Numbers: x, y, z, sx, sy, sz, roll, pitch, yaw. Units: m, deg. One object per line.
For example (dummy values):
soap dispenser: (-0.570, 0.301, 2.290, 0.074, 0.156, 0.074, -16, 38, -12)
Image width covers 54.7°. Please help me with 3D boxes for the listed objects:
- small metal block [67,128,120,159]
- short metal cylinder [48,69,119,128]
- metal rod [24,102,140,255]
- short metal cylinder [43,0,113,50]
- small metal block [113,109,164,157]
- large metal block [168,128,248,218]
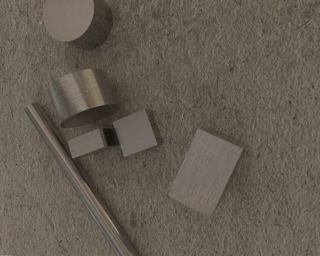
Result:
small metal block: (-0.089, 0.020, 0.426, 0.050, 0.050, 0.025, -20, 83, 18)
short metal cylinder: (-0.101, -0.038, 0.414, 0.080, 0.080, 0.050, -24, 82, 18)
metal rod: (-0.109, 0.086, 0.445, 0.025, 0.025, 0.299, -40, 78, 15)
short metal cylinder: (-0.114, -0.155, 0.435, 0.080, 0.050, 0.079, 0, 90, 19)
small metal block: (-0.029, 0.007, 0.418, 0.050, 0.025, 0.050, -21, 83, 18)
large metal block: (0.059, 0.046, 0.358, 0.050, 0.080, 0.080, 26, 98, 18)
